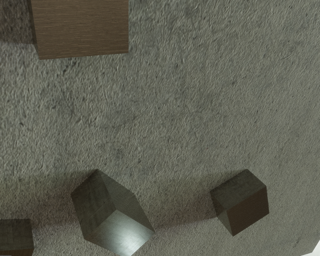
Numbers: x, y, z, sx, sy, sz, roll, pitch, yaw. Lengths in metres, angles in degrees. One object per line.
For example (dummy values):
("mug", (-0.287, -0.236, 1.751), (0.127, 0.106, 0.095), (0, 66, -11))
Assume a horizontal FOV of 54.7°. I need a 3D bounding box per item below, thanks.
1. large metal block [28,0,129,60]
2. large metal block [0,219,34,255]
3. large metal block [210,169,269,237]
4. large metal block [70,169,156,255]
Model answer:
("large metal block", (-0.075, -0.111, 0.281), (0.081, 0.050, 0.079), (-11, 123, -23))
("large metal block", (-0.207, 0.159, 0.376), (0.081, 0.050, 0.079), (9, 114, -33))
("large metal block", (0.143, 0.133, 0.550), (0.080, 0.050, 0.080), (-28, 128, -11))
("large metal block", (-0.062, 0.112, 0.406), (0.050, 0.080, 0.080), (-43, 129, 2))
